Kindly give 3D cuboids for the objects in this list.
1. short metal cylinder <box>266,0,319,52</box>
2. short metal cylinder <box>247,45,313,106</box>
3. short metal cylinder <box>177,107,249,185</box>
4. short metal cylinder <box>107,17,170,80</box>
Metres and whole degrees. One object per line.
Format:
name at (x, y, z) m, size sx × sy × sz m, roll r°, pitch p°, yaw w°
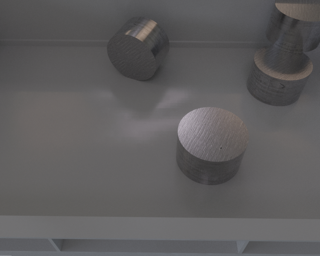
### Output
short metal cylinder at (0.203, -0.156, 0.457) m, size 0.081 × 0.050 × 0.080 m, roll 1°, pitch 50°, yaw -1°
short metal cylinder at (0.173, -0.078, 0.455) m, size 0.080 × 0.050 × 0.080 m, roll 0°, pitch 50°, yaw 0°
short metal cylinder at (0.061, 0.021, 0.371) m, size 0.080 × 0.050 × 0.080 m, roll 0°, pitch 50°, yaw 0°
short metal cylinder at (-0.032, -0.119, 0.469) m, size 0.080 × 0.080 × 0.050 m, roll 19°, pitch 53°, yaw 15°
